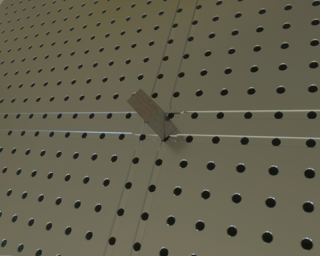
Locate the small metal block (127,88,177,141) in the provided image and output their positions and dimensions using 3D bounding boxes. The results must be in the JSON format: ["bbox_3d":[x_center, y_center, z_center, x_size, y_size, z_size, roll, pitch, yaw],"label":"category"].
[{"bbox_3d":[-0.010,-0.017,0.407,0.025,0.050,0.050,-43,51,-1],"label":"small metal block"}]
